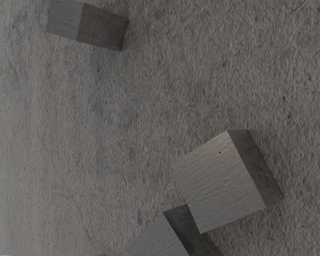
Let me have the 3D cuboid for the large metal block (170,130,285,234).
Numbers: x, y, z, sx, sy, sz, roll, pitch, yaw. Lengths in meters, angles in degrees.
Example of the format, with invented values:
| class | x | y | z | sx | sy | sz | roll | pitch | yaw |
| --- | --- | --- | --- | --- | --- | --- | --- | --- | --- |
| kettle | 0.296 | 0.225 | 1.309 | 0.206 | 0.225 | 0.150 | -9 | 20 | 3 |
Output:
| class | x | y | z | sx | sy | sz | roll | pitch | yaw |
| --- | --- | --- | --- | --- | --- | --- | --- | --- | --- |
| large metal block | 0.070 | 0.056 | 0.331 | 0.080 | 0.050 | 0.080 | -36 | 68 | 34 |

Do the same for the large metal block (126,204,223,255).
| class | x | y | z | sx | sy | sz | roll | pitch | yaw |
| --- | --- | --- | --- | --- | --- | --- | --- | --- | --- |
| large metal block | 0.017 | 0.152 | 0.374 | 0.080 | 0.050 | 0.080 | -51 | 60 | 28 |

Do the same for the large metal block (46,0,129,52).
| class | x | y | z | sx | sy | sz | roll | pitch | yaw |
| --- | --- | --- | --- | --- | --- | --- | --- | --- | --- |
| large metal block | -0.107 | -0.152 | 0.458 | 0.080 | 0.081 | 0.050 | 25 | 106 | 37 |
